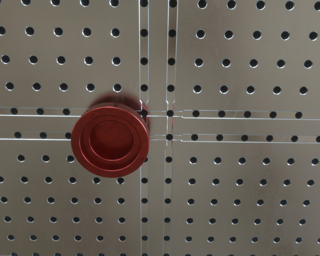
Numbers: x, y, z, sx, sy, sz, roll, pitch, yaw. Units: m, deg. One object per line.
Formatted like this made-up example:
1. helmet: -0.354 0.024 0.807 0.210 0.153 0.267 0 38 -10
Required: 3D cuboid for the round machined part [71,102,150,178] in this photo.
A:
1. round machined part: -0.063 0.013 0.409 0.099 0.042 0.097 0 110 0
